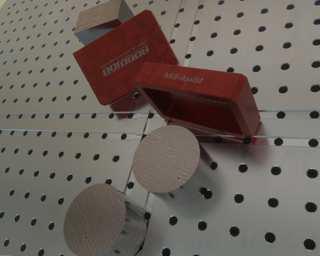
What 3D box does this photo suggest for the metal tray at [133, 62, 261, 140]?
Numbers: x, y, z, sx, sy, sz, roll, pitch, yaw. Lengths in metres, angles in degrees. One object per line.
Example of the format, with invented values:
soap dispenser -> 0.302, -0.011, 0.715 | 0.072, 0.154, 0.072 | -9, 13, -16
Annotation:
metal tray -> 0.043, -0.032, 0.363 | 0.130, 0.090, 0.030 | 15, 70, 34

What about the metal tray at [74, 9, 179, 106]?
metal tray -> -0.048, -0.101, 0.459 | 0.130, 0.030, 0.090 | -28, 94, 11

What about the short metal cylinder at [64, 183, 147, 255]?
short metal cylinder -> -0.062, 0.110, 0.357 | 0.080, 0.050, 0.080 | -13, 56, 21

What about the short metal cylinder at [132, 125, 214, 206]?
short metal cylinder -> 0.016, 0.043, 0.357 | 0.080, 0.050, 0.080 | -13, 57, 21

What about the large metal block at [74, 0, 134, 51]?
large metal block -> -0.080, -0.156, 0.511 | 0.080, 0.080, 0.050 | -10, 57, 23
